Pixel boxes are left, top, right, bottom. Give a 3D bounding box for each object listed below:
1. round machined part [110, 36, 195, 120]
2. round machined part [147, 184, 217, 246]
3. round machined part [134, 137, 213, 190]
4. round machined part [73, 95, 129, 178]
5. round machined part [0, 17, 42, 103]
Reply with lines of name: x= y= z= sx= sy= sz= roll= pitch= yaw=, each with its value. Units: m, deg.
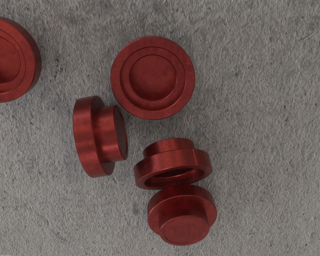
round machined part: x=-0.008 y=-0.062 z=0.377 sx=0.099 sy=0.042 sz=0.097 roll=0 pitch=110 yaw=0
round machined part: x=0.032 y=0.128 z=0.434 sx=0.099 sy=0.042 sz=0.097 roll=-3 pitch=127 yaw=-4
round machined part: x=0.015 y=0.045 z=0.399 sx=0.099 sy=0.098 sz=0.042 roll=-9 pitch=65 yaw=-4
round machined part: x=-0.066 y=0.008 z=0.373 sx=0.042 sy=0.098 sz=0.097 roll=-10 pitch=110 yaw=4
round machined part: x=-0.190 y=-0.083 z=0.368 sx=0.099 sy=0.042 sz=0.097 roll=0 pitch=110 yaw=0
